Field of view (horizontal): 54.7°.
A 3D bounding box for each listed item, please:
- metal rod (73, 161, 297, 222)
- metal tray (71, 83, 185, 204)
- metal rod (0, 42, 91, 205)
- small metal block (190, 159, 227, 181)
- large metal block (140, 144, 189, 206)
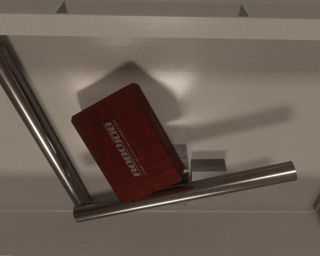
[{"bbox_3d":[0.025,0.089,0.419,0.301,0.025,0.025,-14,129,10],"label":"metal rod"},{"bbox_3d":[-0.039,0.021,0.387,0.090,0.030,0.130,-26,99,20],"label":"metal tray"},{"bbox_3d":[-0.152,0.025,0.428,0.025,0.025,0.298,-9,130,7],"label":"metal rod"},{"bbox_3d":[0.073,0.074,0.473,0.050,0.025,0.050,-1,130,0],"label":"small metal block"},{"bbox_3d":[-0.001,0.070,0.453,0.081,0.050,0.079,-2,130,1],"label":"large metal block"}]
